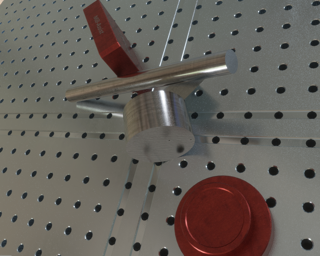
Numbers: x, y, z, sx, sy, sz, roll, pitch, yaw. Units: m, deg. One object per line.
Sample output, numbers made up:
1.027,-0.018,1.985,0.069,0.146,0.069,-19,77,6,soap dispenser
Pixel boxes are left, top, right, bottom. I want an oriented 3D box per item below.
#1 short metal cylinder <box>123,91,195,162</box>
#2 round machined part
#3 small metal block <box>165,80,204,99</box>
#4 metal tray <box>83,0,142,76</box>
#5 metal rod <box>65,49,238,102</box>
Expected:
-0.003,0.000,0.373,0.080,0.080,0.050,-20,55,16,short metal cylinder
0.060,0.093,0.308,0.098,0.042,0.098,-13,56,20,round machined part
0.028,-0.055,0.408,0.050,0.025,0.050,-45,7,-4,small metal block
-0.069,-0.128,0.479,0.030,0.090,0.130,-31,52,8,metal tray
-0.037,-0.061,0.416,0.300,0.025,0.025,-3,59,43,metal rod
